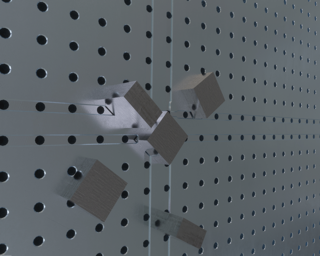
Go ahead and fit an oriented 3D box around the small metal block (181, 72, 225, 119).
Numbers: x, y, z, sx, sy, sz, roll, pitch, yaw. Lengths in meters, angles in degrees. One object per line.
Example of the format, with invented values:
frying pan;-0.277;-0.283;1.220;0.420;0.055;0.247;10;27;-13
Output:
small metal block;0.065;-0.049;0.462;0.050;0.025;0.050;-42;115;-32

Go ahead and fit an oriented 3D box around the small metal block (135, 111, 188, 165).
small metal block;0.003;0.013;0.411;0.050;0.025;0.050;49;61;-29

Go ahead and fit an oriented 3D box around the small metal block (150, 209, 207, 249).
small metal block;0.025;0.134;0.413;0.050;0.050;0.025;38;67;-34

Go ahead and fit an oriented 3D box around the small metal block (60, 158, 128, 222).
small metal block;-0.073;0.069;0.348;0.050;0.025;0.050;45;63;-31

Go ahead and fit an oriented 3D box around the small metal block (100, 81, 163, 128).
small metal block;-0.034;-0.026;0.364;0.050;0.050;0.025;50;61;-29
